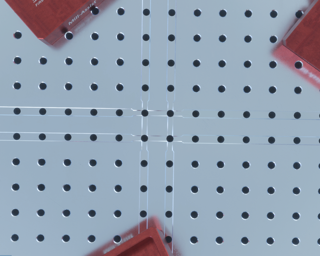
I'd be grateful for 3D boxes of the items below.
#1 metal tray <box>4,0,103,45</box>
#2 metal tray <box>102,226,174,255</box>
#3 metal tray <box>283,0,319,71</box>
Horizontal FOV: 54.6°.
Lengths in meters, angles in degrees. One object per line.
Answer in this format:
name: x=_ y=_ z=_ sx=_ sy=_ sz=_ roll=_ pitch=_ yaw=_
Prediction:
metal tray: x=-0.133 y=-0.186 z=0.410 sx=0.130 sy=0.030 sz=0.090 roll=-41 pitch=90 yaw=0
metal tray: x=-0.040 y=0.197 z=0.388 sx=0.130 sy=0.030 sz=0.090 roll=-31 pitch=56 yaw=0
metal tray: x=0.239 y=-0.109 z=0.396 sx=0.130 sy=0.030 sz=0.090 roll=36 pitch=112 yaw=0
